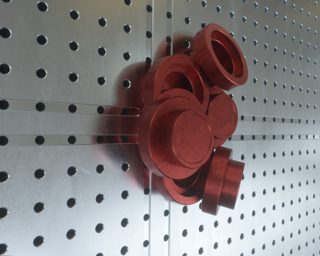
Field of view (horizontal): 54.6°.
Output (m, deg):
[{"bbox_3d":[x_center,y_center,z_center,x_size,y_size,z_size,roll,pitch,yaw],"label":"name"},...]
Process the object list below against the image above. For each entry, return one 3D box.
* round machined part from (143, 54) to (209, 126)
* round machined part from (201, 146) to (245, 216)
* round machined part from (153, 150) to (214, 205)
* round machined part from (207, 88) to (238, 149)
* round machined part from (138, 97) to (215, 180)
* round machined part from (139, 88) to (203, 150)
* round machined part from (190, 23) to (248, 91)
[{"bbox_3d":[0.017,-0.046,0.411,0.099,0.042,0.097,0,90,-40],"label":"round machined part"},{"bbox_3d":[0.093,0.078,0.443,0.098,0.042,0.098,13,91,-73],"label":"round machined part"},{"bbox_3d":[0.028,0.052,0.420,0.099,0.042,0.097,0,90,-40],"label":"round machined part"},{"bbox_3d":[0.079,-0.016,0.463,0.099,0.042,0.097,0,90,-40],"label":"round machined part"},{"bbox_3d":[0.026,0.012,0.364,0.099,0.042,0.097,0,90,-40],"label":"round machined part"},{"bbox_3d":[0.012,-0.002,0.406,0.099,0.042,0.097,0,90,-40],"label":"round machined part"},{"bbox_3d":[0.082,-0.097,0.450,0.098,0.042,0.098,24,53,-36],"label":"round machined part"}]
